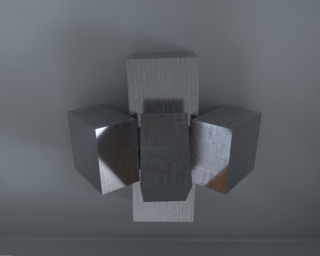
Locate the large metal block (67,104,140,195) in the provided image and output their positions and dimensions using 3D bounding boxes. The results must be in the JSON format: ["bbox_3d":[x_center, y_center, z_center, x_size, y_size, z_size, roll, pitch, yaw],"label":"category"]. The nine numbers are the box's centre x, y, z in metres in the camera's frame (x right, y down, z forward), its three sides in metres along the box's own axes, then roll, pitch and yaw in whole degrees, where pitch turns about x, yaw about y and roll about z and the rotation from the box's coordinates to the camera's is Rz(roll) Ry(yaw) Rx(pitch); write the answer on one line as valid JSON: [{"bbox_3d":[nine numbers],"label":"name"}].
[{"bbox_3d":[-0.070,0.022,0.380,0.050,0.080,0.079,-16,115,-33],"label":"large metal block"}]

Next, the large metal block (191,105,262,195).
[{"bbox_3d":[0.081,0.022,0.382,0.050,0.081,0.079,17,116,35],"label":"large metal block"}]

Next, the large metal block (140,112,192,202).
[{"bbox_3d":[0.005,0.036,0.351,0.050,0.080,0.080,-1,66,-1],"label":"large metal block"}]

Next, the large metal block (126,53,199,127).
[{"bbox_3d":[0.004,-0.048,0.376,0.080,0.050,0.079,-1,110,0],"label":"large metal block"}]

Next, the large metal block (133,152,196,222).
[{"bbox_3d":[0.005,0.080,0.426,0.081,0.050,0.079,1,110,-1],"label":"large metal block"}]
